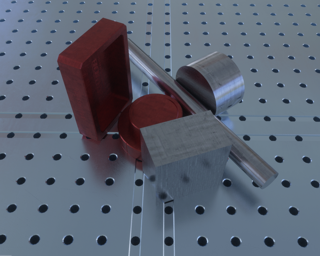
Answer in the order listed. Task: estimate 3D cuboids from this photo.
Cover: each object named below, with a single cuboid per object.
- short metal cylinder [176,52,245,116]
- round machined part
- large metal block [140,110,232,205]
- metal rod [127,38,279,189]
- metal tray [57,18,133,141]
[{"bbox_3d":[0.066,-0.056,0.418,0.050,0.080,0.080,-30,57,-23],"label":"short metal cylinder"},{"bbox_3d":[-0.006,-0.007,0.402,0.099,0.042,0.098,0,50,0],"label":"round machined part"},{"bbox_3d":[0.025,0.034,0.344,0.081,0.080,0.050,-15,52,-13],"label":"large metal block"},{"bbox_3d":[0.032,-0.037,0.411,0.025,0.025,0.300,-28,56,-22],"label":"metal rod"},{"bbox_3d":[-0.073,-0.056,0.386,0.030,0.129,0.090,22,53,17],"label":"metal tray"}]
